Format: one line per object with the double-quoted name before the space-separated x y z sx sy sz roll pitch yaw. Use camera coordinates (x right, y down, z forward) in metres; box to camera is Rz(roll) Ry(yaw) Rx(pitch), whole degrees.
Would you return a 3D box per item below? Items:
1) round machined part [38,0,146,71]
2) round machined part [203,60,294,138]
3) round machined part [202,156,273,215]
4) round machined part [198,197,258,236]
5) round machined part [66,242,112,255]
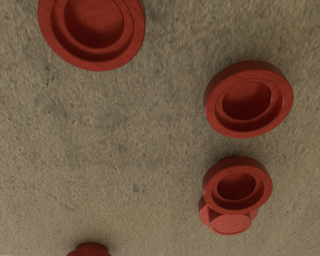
"round machined part" -0.063 -0.108 0.303 0.099 0.042 0.097 -1 130 0
"round machined part" 0.101 -0.037 0.366 0.099 0.042 0.097 -1 130 0
"round machined part" 0.112 0.080 0.460 0.099 0.042 0.097 -1 122 -1
"round machined part" 0.116 0.145 0.522 0.099 0.042 0.097 0 130 0
"round machined part" -0.140 0.265 0.620 0.099 0.042 0.097 -1 130 0
